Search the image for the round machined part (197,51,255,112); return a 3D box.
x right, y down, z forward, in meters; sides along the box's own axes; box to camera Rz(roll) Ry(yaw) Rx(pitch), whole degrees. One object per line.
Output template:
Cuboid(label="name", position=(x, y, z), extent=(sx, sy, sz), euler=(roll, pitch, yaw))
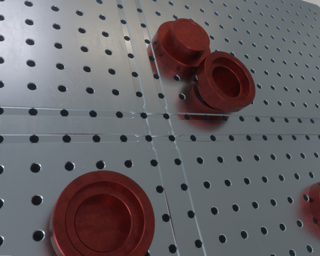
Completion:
Cuboid(label="round machined part", position=(0.098, -0.068, 0.487), extent=(0.099, 0.042, 0.098), euler=(14, 60, -25))

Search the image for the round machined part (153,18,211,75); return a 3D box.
Cuboid(label="round machined part", position=(0.041, -0.138, 0.503), extent=(0.099, 0.042, 0.098), euler=(14, 56, -21))

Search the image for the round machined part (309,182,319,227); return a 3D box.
Cuboid(label="round machined part", position=(0.282, 0.122, 0.474), extent=(0.099, 0.042, 0.098), euler=(13, 56, -21))

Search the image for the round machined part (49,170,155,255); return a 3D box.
Cuboid(label="round machined part", position=(-0.058, 0.095, 0.308), extent=(0.099, 0.042, 0.098), euler=(13, 56, -21))
